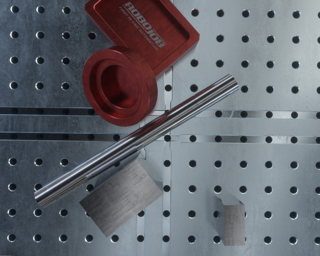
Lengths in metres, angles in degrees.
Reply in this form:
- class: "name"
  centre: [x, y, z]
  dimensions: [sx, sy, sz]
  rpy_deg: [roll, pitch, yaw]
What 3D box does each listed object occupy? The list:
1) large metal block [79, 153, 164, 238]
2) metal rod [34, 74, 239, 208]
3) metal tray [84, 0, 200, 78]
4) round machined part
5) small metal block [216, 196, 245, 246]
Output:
- class: "large metal block"
  centre: [-0.043, 0.078, 0.385]
  dimensions: [0.080, 0.080, 0.050]
  rpy_deg: [-37, 90, 0]
- class: "metal rod"
  centre: [-0.030, 0.017, 0.412]
  dimensions: [0.301, 0.025, 0.025]
  rpy_deg: [-31, 90, -1]
- class: "metal tray"
  centre: [-0.023, -0.136, 0.410]
  dimensions: [0.090, 0.030, 0.130]
  rpy_deg: [-41, 91, 0]
- class: "round machined part"
  centre: [-0.045, -0.054, 0.388]
  dimensions: [0.098, 0.042, 0.097]
  rpy_deg: [14, 121, 24]
- class: "small metal block"
  centre: [0.091, 0.119, 0.402]
  dimensions: [0.025, 0.050, 0.050]
  rpy_deg: [-1, 90, 0]
